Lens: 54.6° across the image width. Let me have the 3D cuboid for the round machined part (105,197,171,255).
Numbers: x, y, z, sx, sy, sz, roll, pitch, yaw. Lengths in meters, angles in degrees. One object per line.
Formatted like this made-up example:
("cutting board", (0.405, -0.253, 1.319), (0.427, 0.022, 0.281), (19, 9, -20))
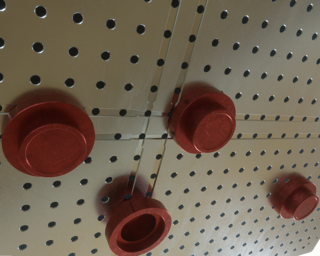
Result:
("round machined part", (-0.036, 0.144, 0.469), (0.099, 0.042, 0.097), (-14, 124, -21))

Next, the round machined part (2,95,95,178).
("round machined part", (-0.120, 0.016, 0.344), (0.099, 0.042, 0.097), (-14, 124, -21))

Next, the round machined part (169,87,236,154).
("round machined part", (0.066, -0.004, 0.433), (0.099, 0.042, 0.097), (-14, 124, -21))

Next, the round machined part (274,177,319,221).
("round machined part", (0.294, 0.156, 0.656), (0.099, 0.042, 0.097), (-14, 124, -21))
